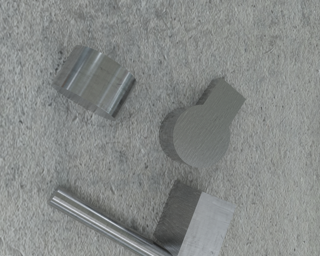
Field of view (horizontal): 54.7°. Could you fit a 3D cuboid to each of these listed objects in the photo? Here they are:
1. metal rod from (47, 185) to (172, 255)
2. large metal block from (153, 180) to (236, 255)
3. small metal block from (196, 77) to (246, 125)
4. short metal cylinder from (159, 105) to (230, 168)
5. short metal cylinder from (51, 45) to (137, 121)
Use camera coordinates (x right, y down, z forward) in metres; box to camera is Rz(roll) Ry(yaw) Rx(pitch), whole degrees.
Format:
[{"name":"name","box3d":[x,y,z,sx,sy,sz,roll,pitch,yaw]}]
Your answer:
[{"name":"metal rod","box3d":[-0.008,0.163,0.406,0.301,0.025,0.025,36,78,-17]},{"name":"large metal block","box3d":[0.041,0.119,0.396,0.050,0.080,0.080,25,82,-19]},{"name":"small metal block","box3d":[0.086,-0.036,0.441,0.050,0.025,0.050,37,78,-16]},{"name":"short metal cylinder","box3d":[0.045,0.010,0.413,0.081,0.050,0.080,0,90,-20]},{"name":"short metal cylinder","box3d":[-0.074,-0.049,0.353,0.080,0.080,0.050,31,80,-18]}]
